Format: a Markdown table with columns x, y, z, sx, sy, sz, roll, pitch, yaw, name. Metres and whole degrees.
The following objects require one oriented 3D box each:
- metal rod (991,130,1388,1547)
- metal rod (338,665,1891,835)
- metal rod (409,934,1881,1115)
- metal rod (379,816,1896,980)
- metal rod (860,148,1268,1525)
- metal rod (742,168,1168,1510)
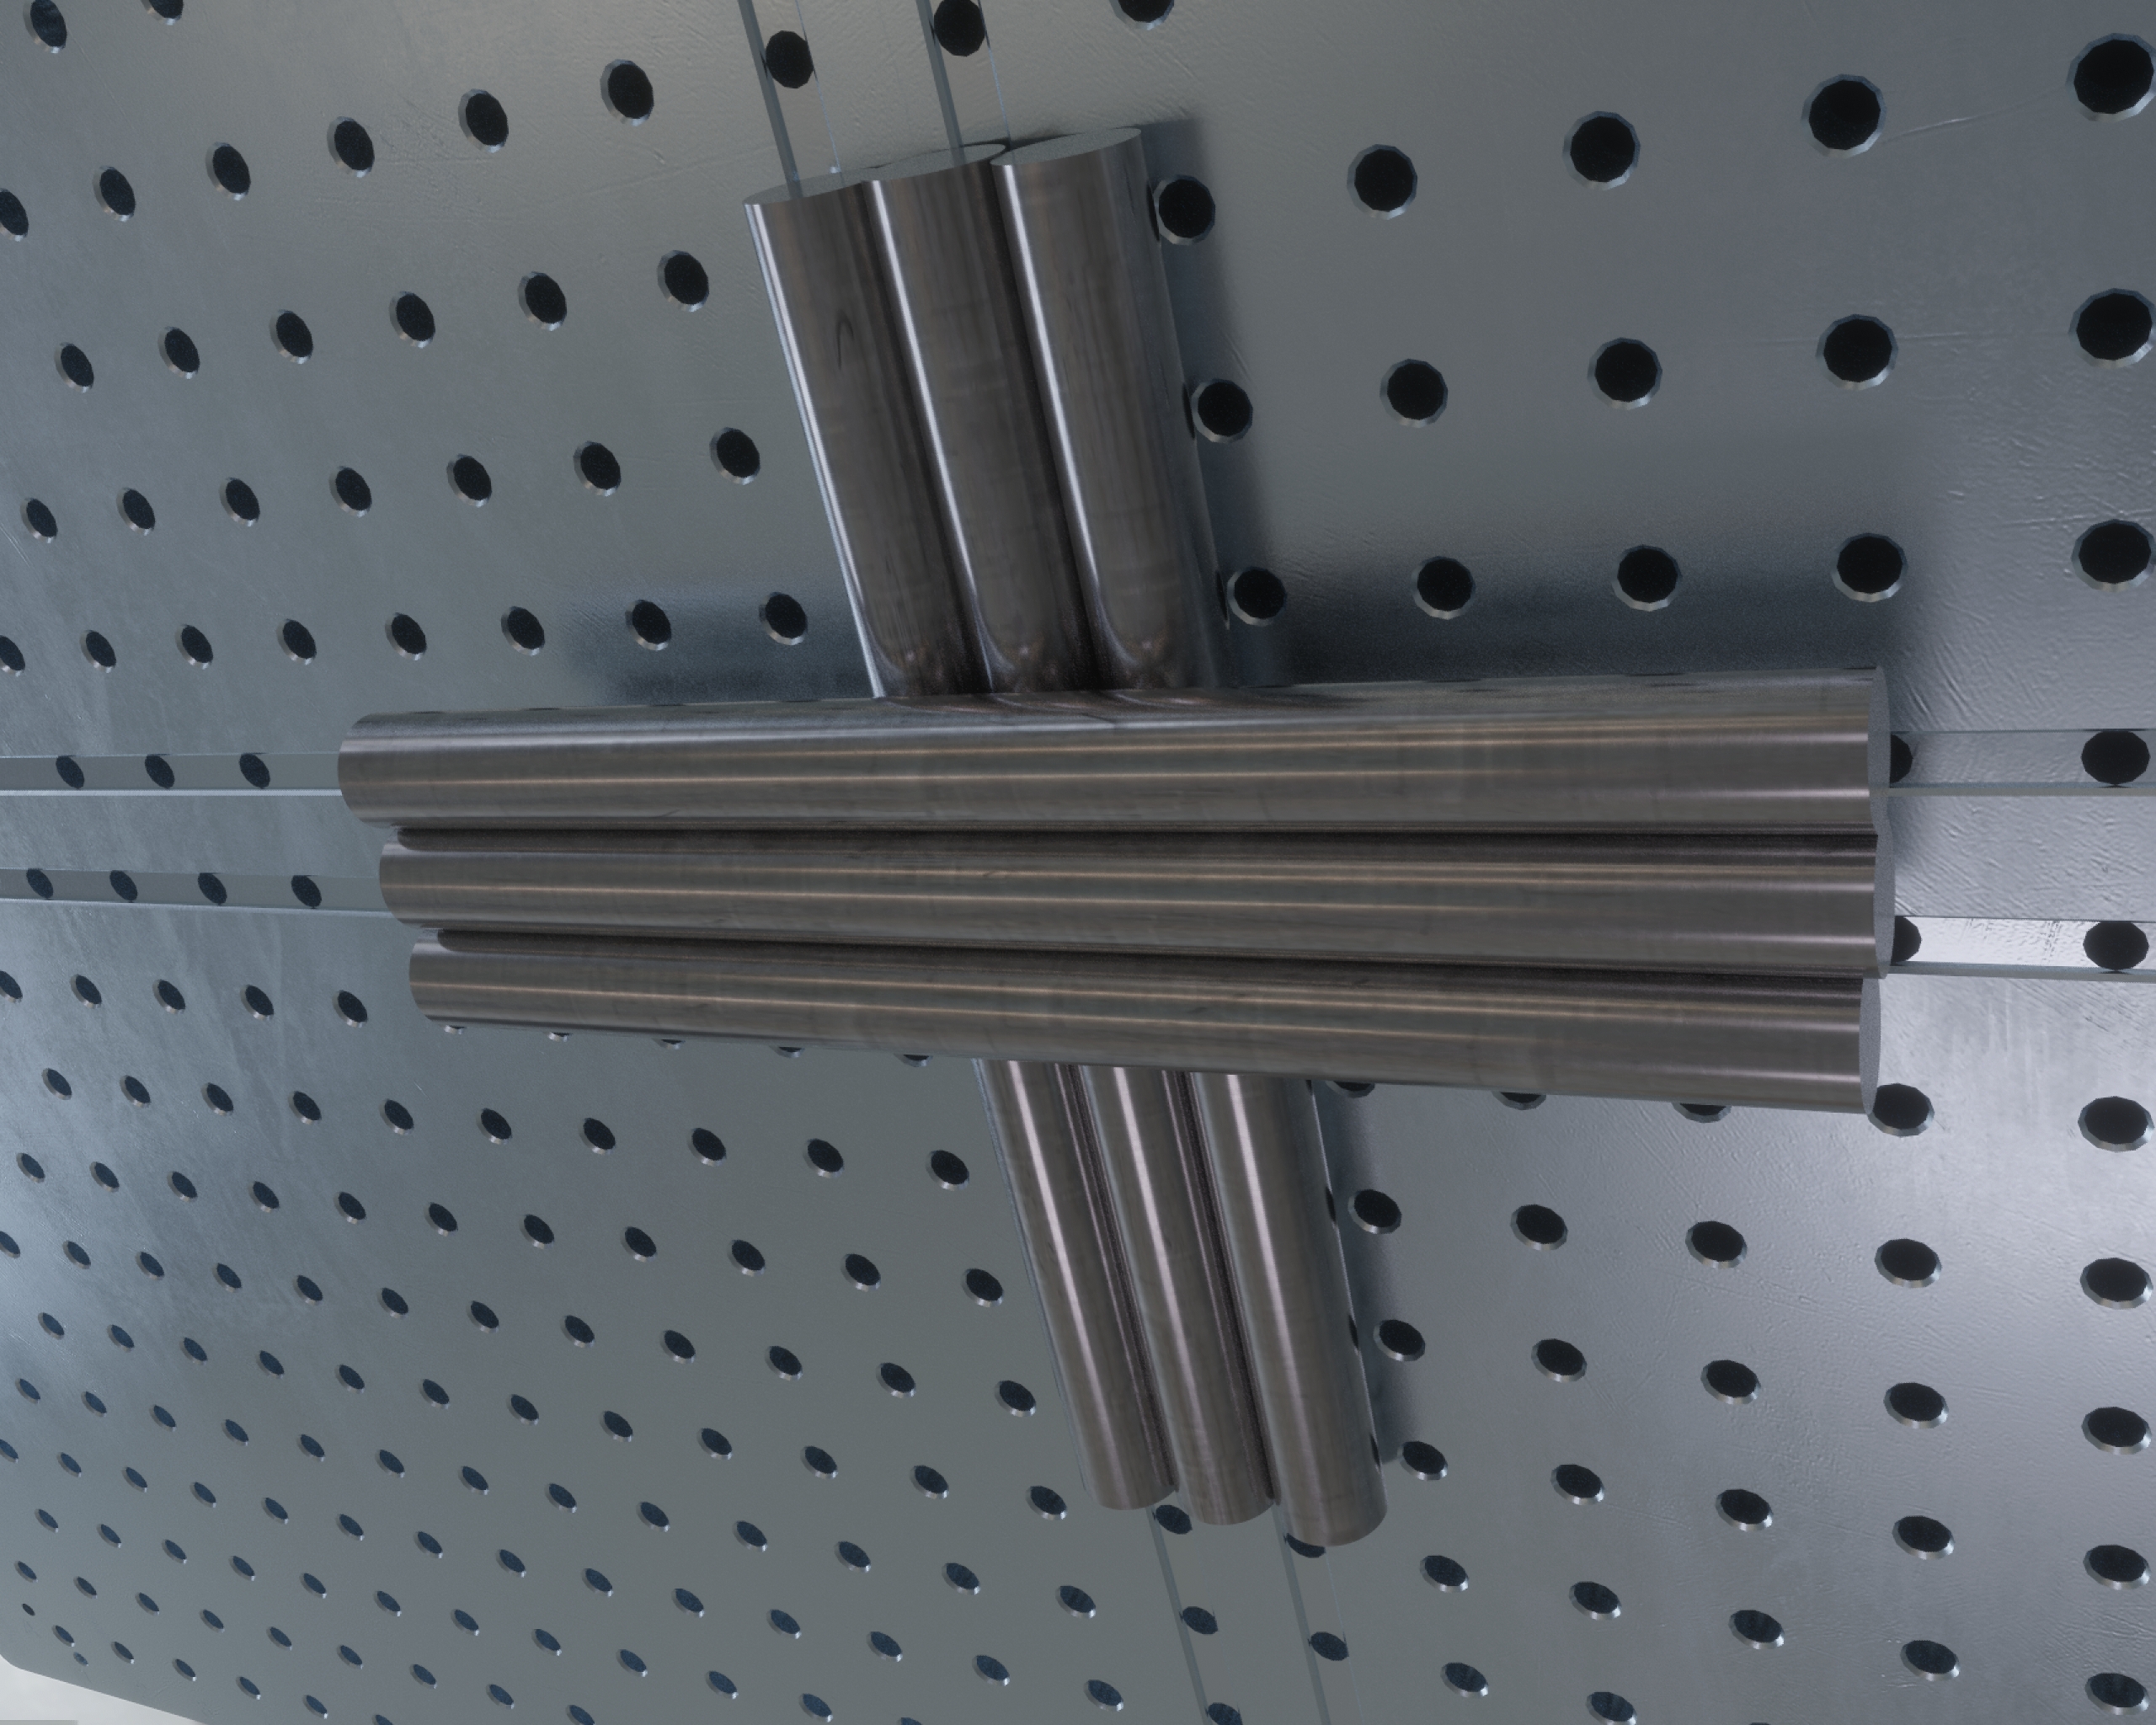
| x | y | z | sx | sy | sz | roll | pitch | yaw | name |
| --- | --- | --- | --- | --- | --- | --- | --- | --- | --- |
| 0.028 | 0.014 | 0.406 | 0.025 | 0.025 | 0.298 | 2 | 119 | 27 | metal rod |
| -0.015 | -0.018 | 0.376 | 0.300 | 0.025 | 0.025 | 1 | 119 | 28 | metal rod |
| -0.008 | 0.026 | 0.399 | 0.300 | 0.025 | 0.025 | 1 | 119 | 28 | metal rod |
| -0.010 | 0.004 | 0.387 | 0.300 | 0.025 | 0.025 | 1 | 119 | 28 | metal rod |
| 0.005 | 0.013 | 0.417 | 0.025 | 0.025 | 0.298 | 2 | 119 | 27 | metal rod |
| -0.016 | 0.013 | 0.429 | 0.025 | 0.025 | 0.298 | 2 | 119 | 27 | metal rod |
